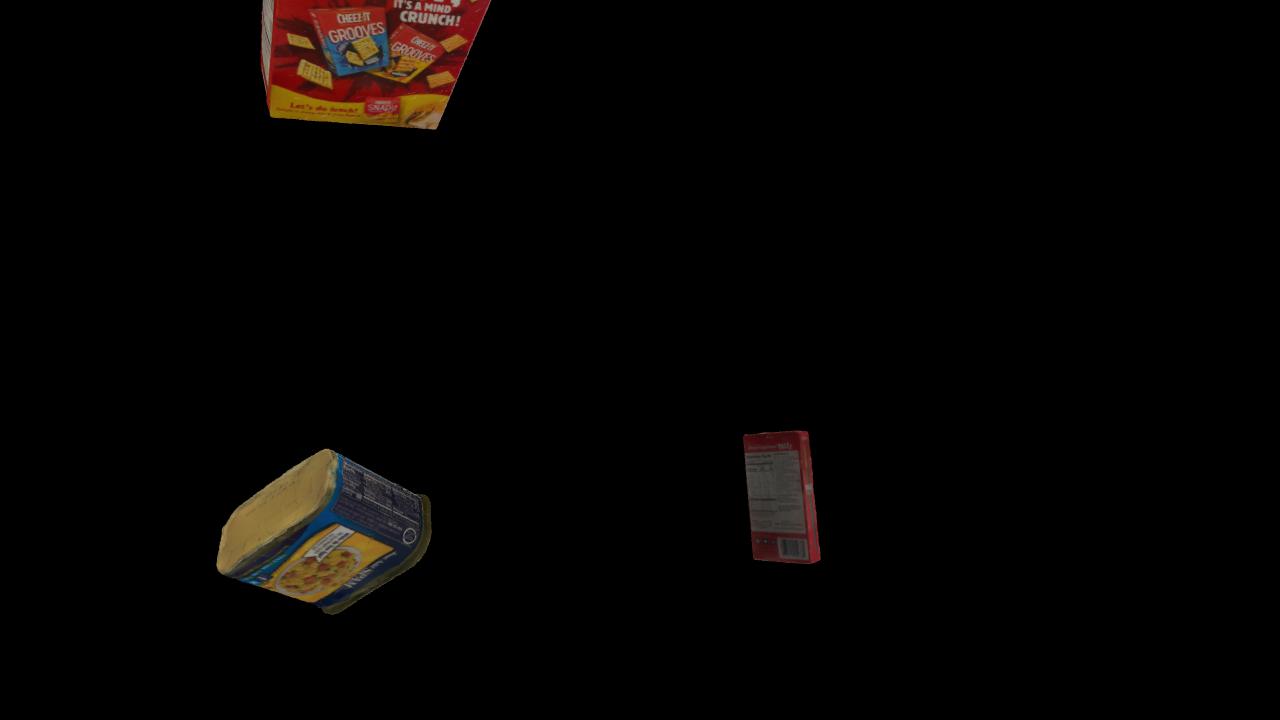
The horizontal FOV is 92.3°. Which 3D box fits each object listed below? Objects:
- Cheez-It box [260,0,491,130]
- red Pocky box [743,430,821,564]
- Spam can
[{"bbox_3d":[-0.243,-0.308,0.556,0.166,0.071,0.223,-10,-14,-35],"label":"Cheez-It box"},{"bbox_3d":[0.172,0.166,0.752,0.083,0.155,0.028,-11,-12,44],"label":"red Pocky box"},{"bbox_3d":[-0.207,0.115,0.409,0.101,0.058,0.085,-34,-46,9],"label":"Spam can"}]
